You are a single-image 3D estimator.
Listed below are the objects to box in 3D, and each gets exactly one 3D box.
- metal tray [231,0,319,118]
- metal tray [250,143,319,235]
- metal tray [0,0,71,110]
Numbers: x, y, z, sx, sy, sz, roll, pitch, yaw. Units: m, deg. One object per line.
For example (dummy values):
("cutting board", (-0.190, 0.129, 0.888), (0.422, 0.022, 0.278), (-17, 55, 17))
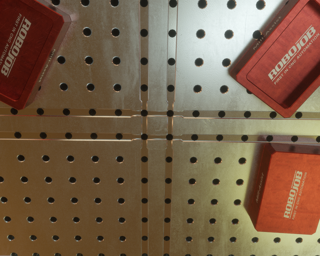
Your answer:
("metal tray", (0.164, -0.088, 0.379), (0.090, 0.030, 0.130), (35, 106, -12))
("metal tray", (0.188, 0.089, 0.445), (0.090, 0.030, 0.129), (4, 110, -2))
("metal tray", (-0.178, -0.098, 0.373), (0.090, 0.030, 0.129), (29, 107, -10))
